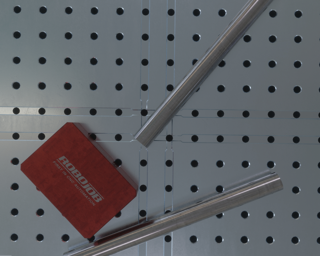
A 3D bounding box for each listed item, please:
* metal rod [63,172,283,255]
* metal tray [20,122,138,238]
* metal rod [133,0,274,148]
[{"bbox_3d":[0.018,0.124,0.413,0.301,0.025,0.025,-21,90,0],"label":"metal rod"},{"bbox_3d":[-0.104,0.067,0.410,0.090,0.030,0.130,-43,90,0],"label":"metal tray"},{"bbox_3d":[0.071,-0.095,0.413,0.025,0.025,0.300,40,90,0],"label":"metal rod"}]
